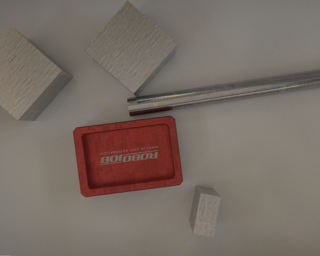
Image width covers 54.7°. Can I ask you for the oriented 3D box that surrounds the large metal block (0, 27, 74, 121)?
[{"bbox_3d":[-0.175,-0.066,0.397,0.080,0.050,0.080,41,90,-1],"label":"large metal block"}]

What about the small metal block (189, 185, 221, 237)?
[{"bbox_3d":[0.057,0.106,0.400,0.025,0.050,0.050,11,90,0],"label":"small metal block"}]

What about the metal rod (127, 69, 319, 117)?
[{"bbox_3d":[0.108,-0.050,0.412,0.302,0.025,0.025,-9,90,-1],"label":"metal rod"}]

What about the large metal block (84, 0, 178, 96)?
[{"bbox_3d":[-0.035,-0.098,0.398,0.080,0.050,0.080,41,90,-1],"label":"large metal block"}]

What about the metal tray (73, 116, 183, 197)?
[{"bbox_3d":[-0.041,0.036,0.408,0.131,0.030,0.089,-7,90,-1],"label":"metal tray"}]
